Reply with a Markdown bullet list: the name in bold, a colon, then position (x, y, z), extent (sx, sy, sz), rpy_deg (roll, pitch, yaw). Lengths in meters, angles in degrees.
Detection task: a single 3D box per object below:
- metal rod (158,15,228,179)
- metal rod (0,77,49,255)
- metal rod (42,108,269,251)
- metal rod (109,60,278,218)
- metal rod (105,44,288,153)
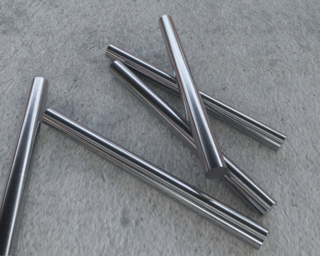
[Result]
- **metal rod**: position (0.035, -0.065, 0.424), extent (0.025, 0.025, 0.300), rpy_deg (-7, 50, -7)
- **metal rod**: position (-0.162, 0.049, 0.359), extent (0.025, 0.025, 0.300), rpy_deg (-4, 50, -4)
- **metal rod**: position (-0.022, 0.048, 0.362), extent (0.301, 0.025, 0.025), rpy_deg (27, 55, 20)
- **metal rod**: position (0.024, -0.003, 0.406), extent (0.025, 0.025, 0.300), rpy_deg (-31, 57, -24)
- **metal rod**: position (0.036, -0.053, 0.447), extent (0.300, 0.025, 0.025), rpy_deg (32, 57, 23)
